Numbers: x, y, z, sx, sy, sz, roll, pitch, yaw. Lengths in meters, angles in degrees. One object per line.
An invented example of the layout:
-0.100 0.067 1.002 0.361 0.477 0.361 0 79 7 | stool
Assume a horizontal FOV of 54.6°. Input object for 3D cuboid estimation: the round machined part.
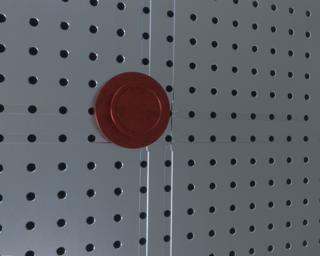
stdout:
-0.032 -0.023 0.391 0.099 0.042 0.097 0 90 -20 | round machined part
